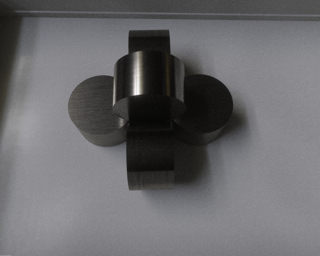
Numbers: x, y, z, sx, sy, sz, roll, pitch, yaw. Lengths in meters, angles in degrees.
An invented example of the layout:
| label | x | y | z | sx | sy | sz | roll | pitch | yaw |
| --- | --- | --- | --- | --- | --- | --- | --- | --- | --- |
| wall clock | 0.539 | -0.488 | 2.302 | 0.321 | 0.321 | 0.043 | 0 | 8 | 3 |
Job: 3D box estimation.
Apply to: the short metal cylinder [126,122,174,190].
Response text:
| label | x | y | z | sx | sy | sz | roll | pitch | yaw |
| --- | --- | --- | --- | --- | --- | --- | --- | --- | --- |
| short metal cylinder | -0.011 | 0.033 | 0.366 | 0.050 | 0.080 | 0.080 | -2 | 70 | -1 |

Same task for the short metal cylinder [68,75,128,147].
| label | x | y | z | sx | sy | sz | roll | pitch | yaw |
| --- | --- | --- | --- | --- | --- | --- | --- | --- | --- |
| short metal cylinder | -0.072 | -0.021 | 0.401 | 0.081 | 0.050 | 0.080 | 0 | 70 | 0 |

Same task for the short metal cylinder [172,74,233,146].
| label | x | y | z | sx | sy | sz | roll | pitch | yaw |
| --- | --- | --- | --- | --- | --- | --- | --- | --- | --- |
| short metal cylinder | 0.049 | -0.022 | 0.402 | 0.081 | 0.050 | 0.080 | 0 | 70 | 0 |

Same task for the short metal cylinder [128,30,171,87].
| label | x | y | z | sx | sy | sz | roll | pitch | yaw |
| --- | --- | --- | --- | --- | --- | --- | --- | --- | --- |
| short metal cylinder | -0.013 | -0.088 | 0.410 | 0.050 | 0.080 | 0.080 | -2 | 70 | -1 |

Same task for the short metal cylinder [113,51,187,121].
| label | x | y | z | sx | sy | sz | roll | pitch | yaw |
| --- | --- | --- | --- | --- | --- | --- | --- | --- | --- |
| short metal cylinder | -0.012 | -0.043 | 0.347 | 0.081 | 0.080 | 0.050 | -1 | 70 | -1 |
